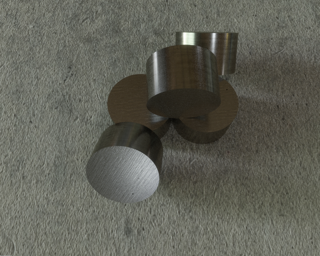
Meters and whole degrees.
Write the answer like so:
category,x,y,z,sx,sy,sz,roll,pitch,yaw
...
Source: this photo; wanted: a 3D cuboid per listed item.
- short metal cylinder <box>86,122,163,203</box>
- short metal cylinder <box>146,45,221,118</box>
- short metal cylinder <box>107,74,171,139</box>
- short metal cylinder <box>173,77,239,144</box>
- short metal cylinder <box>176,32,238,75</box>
category,x,y,z,sx,sy,sz,roll,pitch,yaw
short metal cylinder,-0.038,0.040,0.358,0.080,0.079,0.050,7,31,2
short metal cylinder,0.025,-0.048,0.345,0.081,0.080,0.050,-1,70,-1
short metal cylinder,-0.024,-0.023,0.403,0.081,0.050,0.080,0,70,0
short metal cylinder,0.057,-0.024,0.405,0.081,0.050,0.080,0,70,0
short metal cylinder,0.061,-0.101,0.410,0.081,0.080,0.050,1,108,0
